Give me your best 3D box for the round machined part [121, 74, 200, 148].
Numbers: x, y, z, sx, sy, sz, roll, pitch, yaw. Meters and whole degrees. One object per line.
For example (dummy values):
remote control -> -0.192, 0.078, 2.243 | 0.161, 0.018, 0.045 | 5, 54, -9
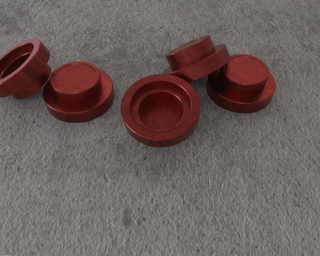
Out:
round machined part -> 0.001, -0.018, 0.400 | 0.099, 0.042, 0.098 | -1, 61, 2

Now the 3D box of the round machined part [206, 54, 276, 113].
round machined part -> 0.120, -0.071, 0.453 | 0.099, 0.042, 0.098 | 0, 50, 0

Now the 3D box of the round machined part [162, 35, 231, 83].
round machined part -> 0.047, -0.099, 0.442 | 0.098, 0.042, 0.098 | -24, 17, 8

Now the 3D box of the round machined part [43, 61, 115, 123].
round machined part -> -0.116, -0.057, 0.439 | 0.099, 0.042, 0.098 | 0, 50, 0

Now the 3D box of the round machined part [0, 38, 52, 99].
round machined part -> -0.196, -0.079, 0.441 | 0.098, 0.042, 0.098 | -18, 45, 19
